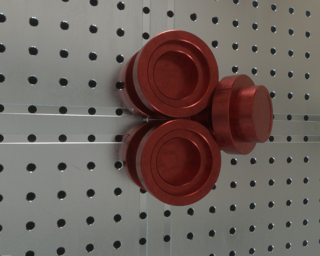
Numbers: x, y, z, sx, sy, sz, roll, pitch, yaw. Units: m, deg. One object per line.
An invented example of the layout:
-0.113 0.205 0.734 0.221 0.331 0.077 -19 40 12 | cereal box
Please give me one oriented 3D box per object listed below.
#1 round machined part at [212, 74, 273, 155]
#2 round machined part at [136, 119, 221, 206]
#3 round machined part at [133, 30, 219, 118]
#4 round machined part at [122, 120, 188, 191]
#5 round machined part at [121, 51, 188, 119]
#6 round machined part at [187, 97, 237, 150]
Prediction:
0.105 -0.016 0.374 0.099 0.042 0.097 1 89 -52 | round machined part
0.019 0.038 0.365 0.099 0.042 0.097 0 90 -20 | round machined part
0.015 -0.060 0.364 0.099 0.042 0.097 0 90 -20 | round machined part
0.003 0.038 0.405 0.099 0.042 0.097 0 90 -20 | round machined part
0.002 -0.060 0.405 0.099 0.042 0.097 0 90 -20 | round machined part
0.087 -0.017 0.435 0.099 0.042 0.097 0 90 -20 | round machined part
